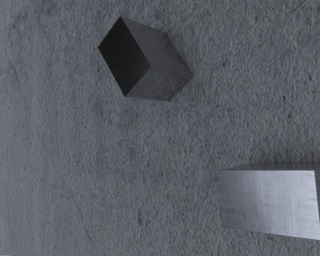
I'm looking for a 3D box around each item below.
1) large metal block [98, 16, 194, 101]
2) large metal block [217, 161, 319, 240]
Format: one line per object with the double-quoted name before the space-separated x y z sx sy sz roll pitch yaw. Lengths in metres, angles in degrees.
"large metal block" -0.017 -0.082 0.383 0.050 0.081 0.080 -44 64 31
"large metal block" 0.109 0.059 0.279 0.080 0.081 0.050 -7 86 40
